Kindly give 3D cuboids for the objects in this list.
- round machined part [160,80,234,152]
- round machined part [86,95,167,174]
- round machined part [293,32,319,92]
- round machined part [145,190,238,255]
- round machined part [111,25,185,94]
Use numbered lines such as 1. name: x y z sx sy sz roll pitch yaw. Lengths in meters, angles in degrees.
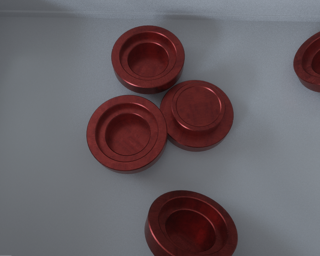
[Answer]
1. round machined part: 0.049 -0.021 0.409 0.099 0.042 0.098 0 70 -1
2. round machined part: -0.040 0.011 0.395 0.099 0.042 0.098 -1 71 2
3. round machined part: 0.238 -0.087 0.418 0.098 0.042 0.098 -24 47 28
4. round machined part: 0.031 0.118 0.341 0.099 0.042 0.098 11 32 -7
5. round machined part: -0.016 -0.091 0.434 0.099 0.042 0.098 0 70 -1
